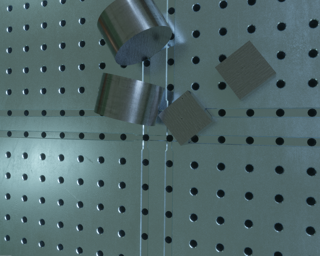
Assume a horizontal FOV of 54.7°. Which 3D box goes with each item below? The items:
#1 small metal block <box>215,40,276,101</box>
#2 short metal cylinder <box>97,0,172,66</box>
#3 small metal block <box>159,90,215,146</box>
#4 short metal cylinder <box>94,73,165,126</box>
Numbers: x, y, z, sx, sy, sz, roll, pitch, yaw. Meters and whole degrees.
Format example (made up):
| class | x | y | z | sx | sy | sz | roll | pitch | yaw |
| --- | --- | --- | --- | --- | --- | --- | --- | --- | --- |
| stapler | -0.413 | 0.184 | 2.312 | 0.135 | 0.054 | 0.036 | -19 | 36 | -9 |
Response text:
| class | x | y | z | sx | sy | sz | roll | pitch | yaw |
| --- | --- | --- | --- | --- | --- | --- | --- | --- | --- |
| small metal block | 0.104 | -0.068 | 0.376 | 0.050 | 0.025 | 0.050 | -38 | 78 | 16 |
| short metal cylinder | -0.032 | -0.124 | 0.395 | 0.080 | 0.080 | 0.050 | -32 | 80 | 17 |
| small metal block | 0.035 | -0.012 | 0.400 | 0.050 | 0.025 | 0.050 | -40 | 78 | 15 |
| short metal cylinder | -0.039 | -0.036 | 0.397 | 0.080 | 0.080 | 0.050 | 15 | 95 | 19 |
